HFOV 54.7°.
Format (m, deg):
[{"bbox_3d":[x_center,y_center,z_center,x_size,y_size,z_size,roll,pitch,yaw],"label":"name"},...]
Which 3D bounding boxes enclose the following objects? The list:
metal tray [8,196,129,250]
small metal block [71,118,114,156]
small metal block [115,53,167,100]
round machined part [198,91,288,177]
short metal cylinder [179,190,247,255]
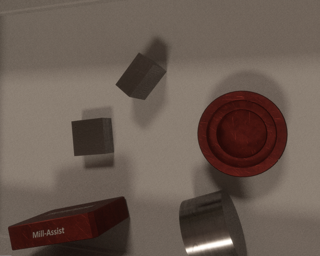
[{"bbox_3d":[-0.120,0.126,0.416,0.130,0.090,0.030,-15,85,19],"label":"metal tray"},{"bbox_3d":[-0.096,0.013,0.443,0.050,0.025,0.050,-6,88,19],"label":"small metal block"},{"bbox_3d":[-0.023,-0.066,0.405,0.025,0.050,0.050,42,103,15],"label":"small metal block"},{"bbox_3d":[0.097,0.007,0.367,0.098,0.042,0.097,0,90,19],"label":"round machined part"},{"bbox_3d":[0.062,0.117,0.359,0.050,0.080,0.080,-21,83,18],"label":"short metal cylinder"}]
